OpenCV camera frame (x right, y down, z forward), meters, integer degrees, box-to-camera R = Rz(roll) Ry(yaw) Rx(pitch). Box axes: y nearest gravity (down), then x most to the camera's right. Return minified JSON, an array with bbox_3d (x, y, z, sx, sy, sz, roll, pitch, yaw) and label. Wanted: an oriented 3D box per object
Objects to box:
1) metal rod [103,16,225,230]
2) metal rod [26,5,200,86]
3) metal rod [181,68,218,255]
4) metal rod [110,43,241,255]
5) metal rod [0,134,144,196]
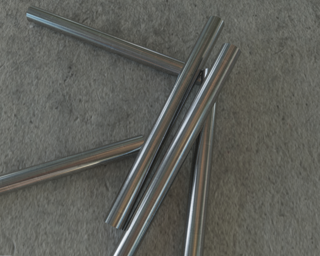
[{"bbox_3d":[0.012,-0.018,0.392,0.025,0.025,0.300,25,75,8],"label":"metal rod"},{"bbox_3d":[-0.055,-0.117,0.450,0.301,0.025,0.025,22,71,7],"label":"metal rod"},{"bbox_3d":[0.047,0.070,0.370,0.025,0.025,0.299,8,75,2],"label":"metal rod"},{"bbox_3d":[0.017,0.034,0.364,0.025,0.025,0.299,27,84,9],"label":"metal rod"},{"bbox_3d":[-0.164,0.061,0.383,0.302,0.025,0.025,-16,71,-6],"label":"metal rod"}]
